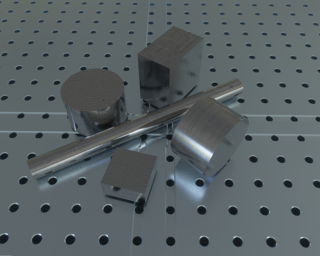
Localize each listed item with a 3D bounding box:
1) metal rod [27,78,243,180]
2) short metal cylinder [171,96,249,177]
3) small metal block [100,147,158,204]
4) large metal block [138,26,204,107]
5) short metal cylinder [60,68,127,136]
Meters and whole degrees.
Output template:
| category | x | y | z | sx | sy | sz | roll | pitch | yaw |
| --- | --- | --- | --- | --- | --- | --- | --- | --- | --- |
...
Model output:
| category | x | y | z | sx | sy | sz | roll | pitch | yaw |
| --- | --- | --- | --- | --- | --- | --- | --- | --- | --- |
| metal rod | -0.018 | -0.006 | 0.408 | 0.302 | 0.025 | 0.025 | -23 | 54 | -18 |
| short metal cylinder | 0.058 | 0.010 | 0.359 | 0.050 | 0.080 | 0.080 | 36 | 59 | 26 |
| small metal block | -0.034 | 0.054 | 0.357 | 0.050 | 0.025 | 0.050 | 12 | 51 | 9 |
| large metal block | 0.016 | -0.083 | 0.437 | 0.050 | 0.080 | 0.080 | 29 | 56 | 22 |
| short metal cylinder | -0.086 | -0.035 | 0.415 | 0.081 | 0.050 | 0.080 | 0 | 50 | 0 |
